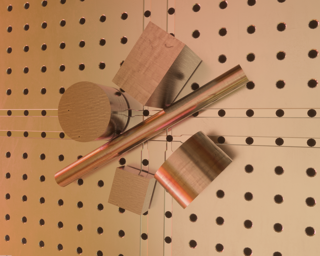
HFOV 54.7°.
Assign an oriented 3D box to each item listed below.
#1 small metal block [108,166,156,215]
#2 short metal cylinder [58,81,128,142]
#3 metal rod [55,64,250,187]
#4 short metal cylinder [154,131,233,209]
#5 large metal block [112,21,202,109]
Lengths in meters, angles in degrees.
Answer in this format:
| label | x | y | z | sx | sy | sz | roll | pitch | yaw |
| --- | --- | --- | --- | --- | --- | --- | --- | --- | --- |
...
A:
| label | x | y | z | sx | sy | sz | roll | pitch | yaw |
| --- | --- | --- | --- | --- | --- | --- | --- | --- | --- |
| small metal block | -0.038 | 0.084 | 0.422 | 0.050 | 0.025 | 0.050 | 16 | 95 | 19 |
| short metal cylinder | -0.091 | -0.021 | 0.427 | 0.080 | 0.050 | 0.079 | 0 | 90 | 20 |
| metal rod | -0.023 | 0.005 | 0.417 | 0.300 | 0.025 | 0.025 | -30 | 80 | 17 |
| short metal cylinder | 0.039 | 0.049 | 0.366 | 0.050 | 0.080 | 0.080 | 45 | 104 | 14 |
| large metal block | -0.001 | -0.072 | 0.380 | 0.050 | 0.080 | 0.080 | 38 | 102 | 16 |
